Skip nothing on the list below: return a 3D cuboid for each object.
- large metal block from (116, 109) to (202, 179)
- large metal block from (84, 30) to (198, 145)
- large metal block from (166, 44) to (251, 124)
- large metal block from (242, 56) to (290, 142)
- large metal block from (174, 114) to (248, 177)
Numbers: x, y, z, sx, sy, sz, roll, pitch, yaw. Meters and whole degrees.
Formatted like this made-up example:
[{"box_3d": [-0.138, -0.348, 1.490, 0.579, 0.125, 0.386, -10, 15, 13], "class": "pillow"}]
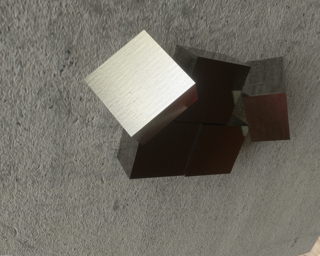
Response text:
[{"box_3d": [-0.003, 0.017, 0.402, 0.081, 0.050, 0.079, 1, 118, -30], "class": "large metal block"}, {"box_3d": [-0.018, -0.041, 0.330, 0.080, 0.080, 0.050, -40, 164, -1], "class": "large metal block"}, {"box_3d": [0.055, -0.053, 0.391, 0.081, 0.050, 0.079, 3, 117, -30], "class": "large metal block"}, {"box_3d": [0.146, -0.039, 0.423, 0.050, 0.080, 0.080, -5, 132, 23], "class": "large metal block"}, {"box_3d": [0.068, 0.020, 0.441, 0.081, 0.050, 0.079, 1, 118, -30], "class": "large metal block"}]
